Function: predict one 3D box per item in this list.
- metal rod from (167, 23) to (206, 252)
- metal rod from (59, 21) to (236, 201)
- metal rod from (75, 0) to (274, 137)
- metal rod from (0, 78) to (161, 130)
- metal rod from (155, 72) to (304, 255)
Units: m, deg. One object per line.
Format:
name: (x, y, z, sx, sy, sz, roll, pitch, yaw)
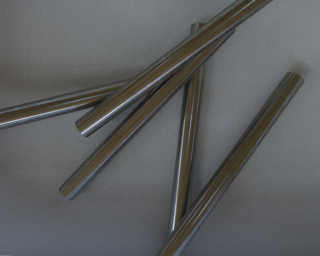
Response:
metal rod: (0.037, 0.013, 0.411, 0.025, 0.025, 0.298, 7, 90, -1)
metal rod: (-0.020, -0.020, 0.395, 0.025, 0.025, 0.300, 44, 96, -1)
metal rod: (0.023, -0.084, 0.365, 0.300, 0.025, 0.025, -35, 91, 9)
metal rod: (-0.140, -0.024, 0.383, 0.302, 0.025, 0.025, -15, 90, -11)
metal rod: (0.090, 0.052, 0.397, 0.025, 0.025, 0.300, 37, 84, -1)
